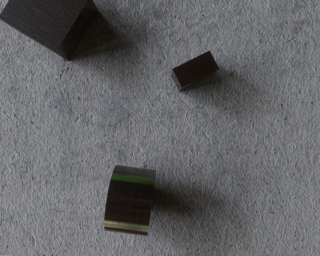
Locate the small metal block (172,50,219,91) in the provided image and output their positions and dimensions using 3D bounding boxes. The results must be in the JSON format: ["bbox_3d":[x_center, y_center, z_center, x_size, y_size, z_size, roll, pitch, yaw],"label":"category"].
[{"bbox_3d":[0.043,-0.071,0.398,0.050,0.050,0.025,-27,90,0],"label":"small metal block"}]

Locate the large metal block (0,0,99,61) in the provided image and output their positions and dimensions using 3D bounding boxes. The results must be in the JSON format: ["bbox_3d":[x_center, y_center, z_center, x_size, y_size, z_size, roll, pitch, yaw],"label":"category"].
[{"bbox_3d":[-0.139,-0.145,0.396,0.080,0.050,0.080,31,90,0],"label":"large metal block"}]

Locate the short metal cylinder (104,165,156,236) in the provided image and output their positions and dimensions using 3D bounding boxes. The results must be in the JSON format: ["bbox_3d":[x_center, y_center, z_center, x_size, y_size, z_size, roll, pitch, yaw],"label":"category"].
[{"bbox_3d":[-0.035,0.088,0.382,0.050,0.080,0.080,8,90,0],"label":"short metal cylinder"}]
